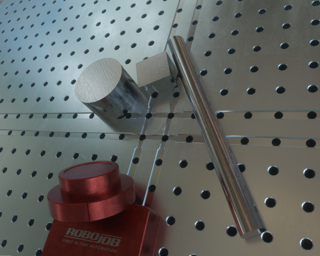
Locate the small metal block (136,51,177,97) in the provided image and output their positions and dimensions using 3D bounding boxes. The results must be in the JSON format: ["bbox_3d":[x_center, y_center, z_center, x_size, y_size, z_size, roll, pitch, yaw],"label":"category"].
[{"bbox_3d":[-0.006,-0.080,0.459,0.050,0.025,0.050,-20,54,16],"label":"small metal block"}]

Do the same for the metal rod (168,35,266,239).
[{"bbox_3d":[0.057,-0.015,0.386,0.025,0.025,0.299,-25,53,12],"label":"metal rod"}]

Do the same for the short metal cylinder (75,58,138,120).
[{"bbox_3d":[-0.080,-0.059,0.468,0.080,0.050,0.080,-13,56,20],"label":"short metal cylinder"}]

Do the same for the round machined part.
[{"bbox_3d":[-0.079,0.067,0.358,0.098,0.099,0.042,-1,101,27],"label":"round machined part"}]

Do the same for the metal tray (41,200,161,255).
[{"bbox_3d":[-0.071,0.133,0.360,0.130,0.030,0.090,-1,61,27],"label":"metal tray"}]
